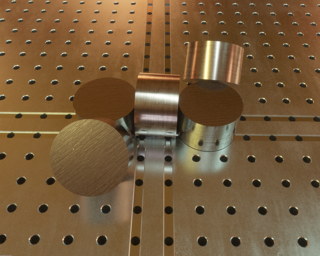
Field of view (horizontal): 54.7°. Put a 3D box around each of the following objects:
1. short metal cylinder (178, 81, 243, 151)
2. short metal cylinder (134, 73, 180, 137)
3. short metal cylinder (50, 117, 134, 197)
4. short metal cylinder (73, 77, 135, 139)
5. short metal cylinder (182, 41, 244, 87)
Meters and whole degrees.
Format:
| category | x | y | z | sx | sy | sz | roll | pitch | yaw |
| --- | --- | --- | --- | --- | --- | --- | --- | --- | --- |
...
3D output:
| category | x | y | z | sx | sy | sz | roll | pitch | yaw |
| --- | --- | --- | --- | --- | --- | --- | --- | --- | --- |
| short metal cylinder | 0.063 | -0.016 | 0.405 | 0.081 | 0.050 | 0.080 | 0 | 50 | 0 |
| short metal cylinder | -0.002 | -0.029 | 0.396 | 0.050 | 0.080 | 0.080 | 4 | 50 | 3 |
| short metal cylinder | -0.071 | 0.029 | 0.339 | 0.081 | 0.050 | 0.079 | 0 | 94 | 1 |
| short metal cylinder | -0.069 | -0.021 | 0.407 | 0.081 | 0.050 | 0.080 | 0 | 50 | 0 |
| short metal cylinder | 0.075 | -0.088 | 0.438 | 0.080 | 0.080 | 0.050 | 7 | 92 | 5 |
